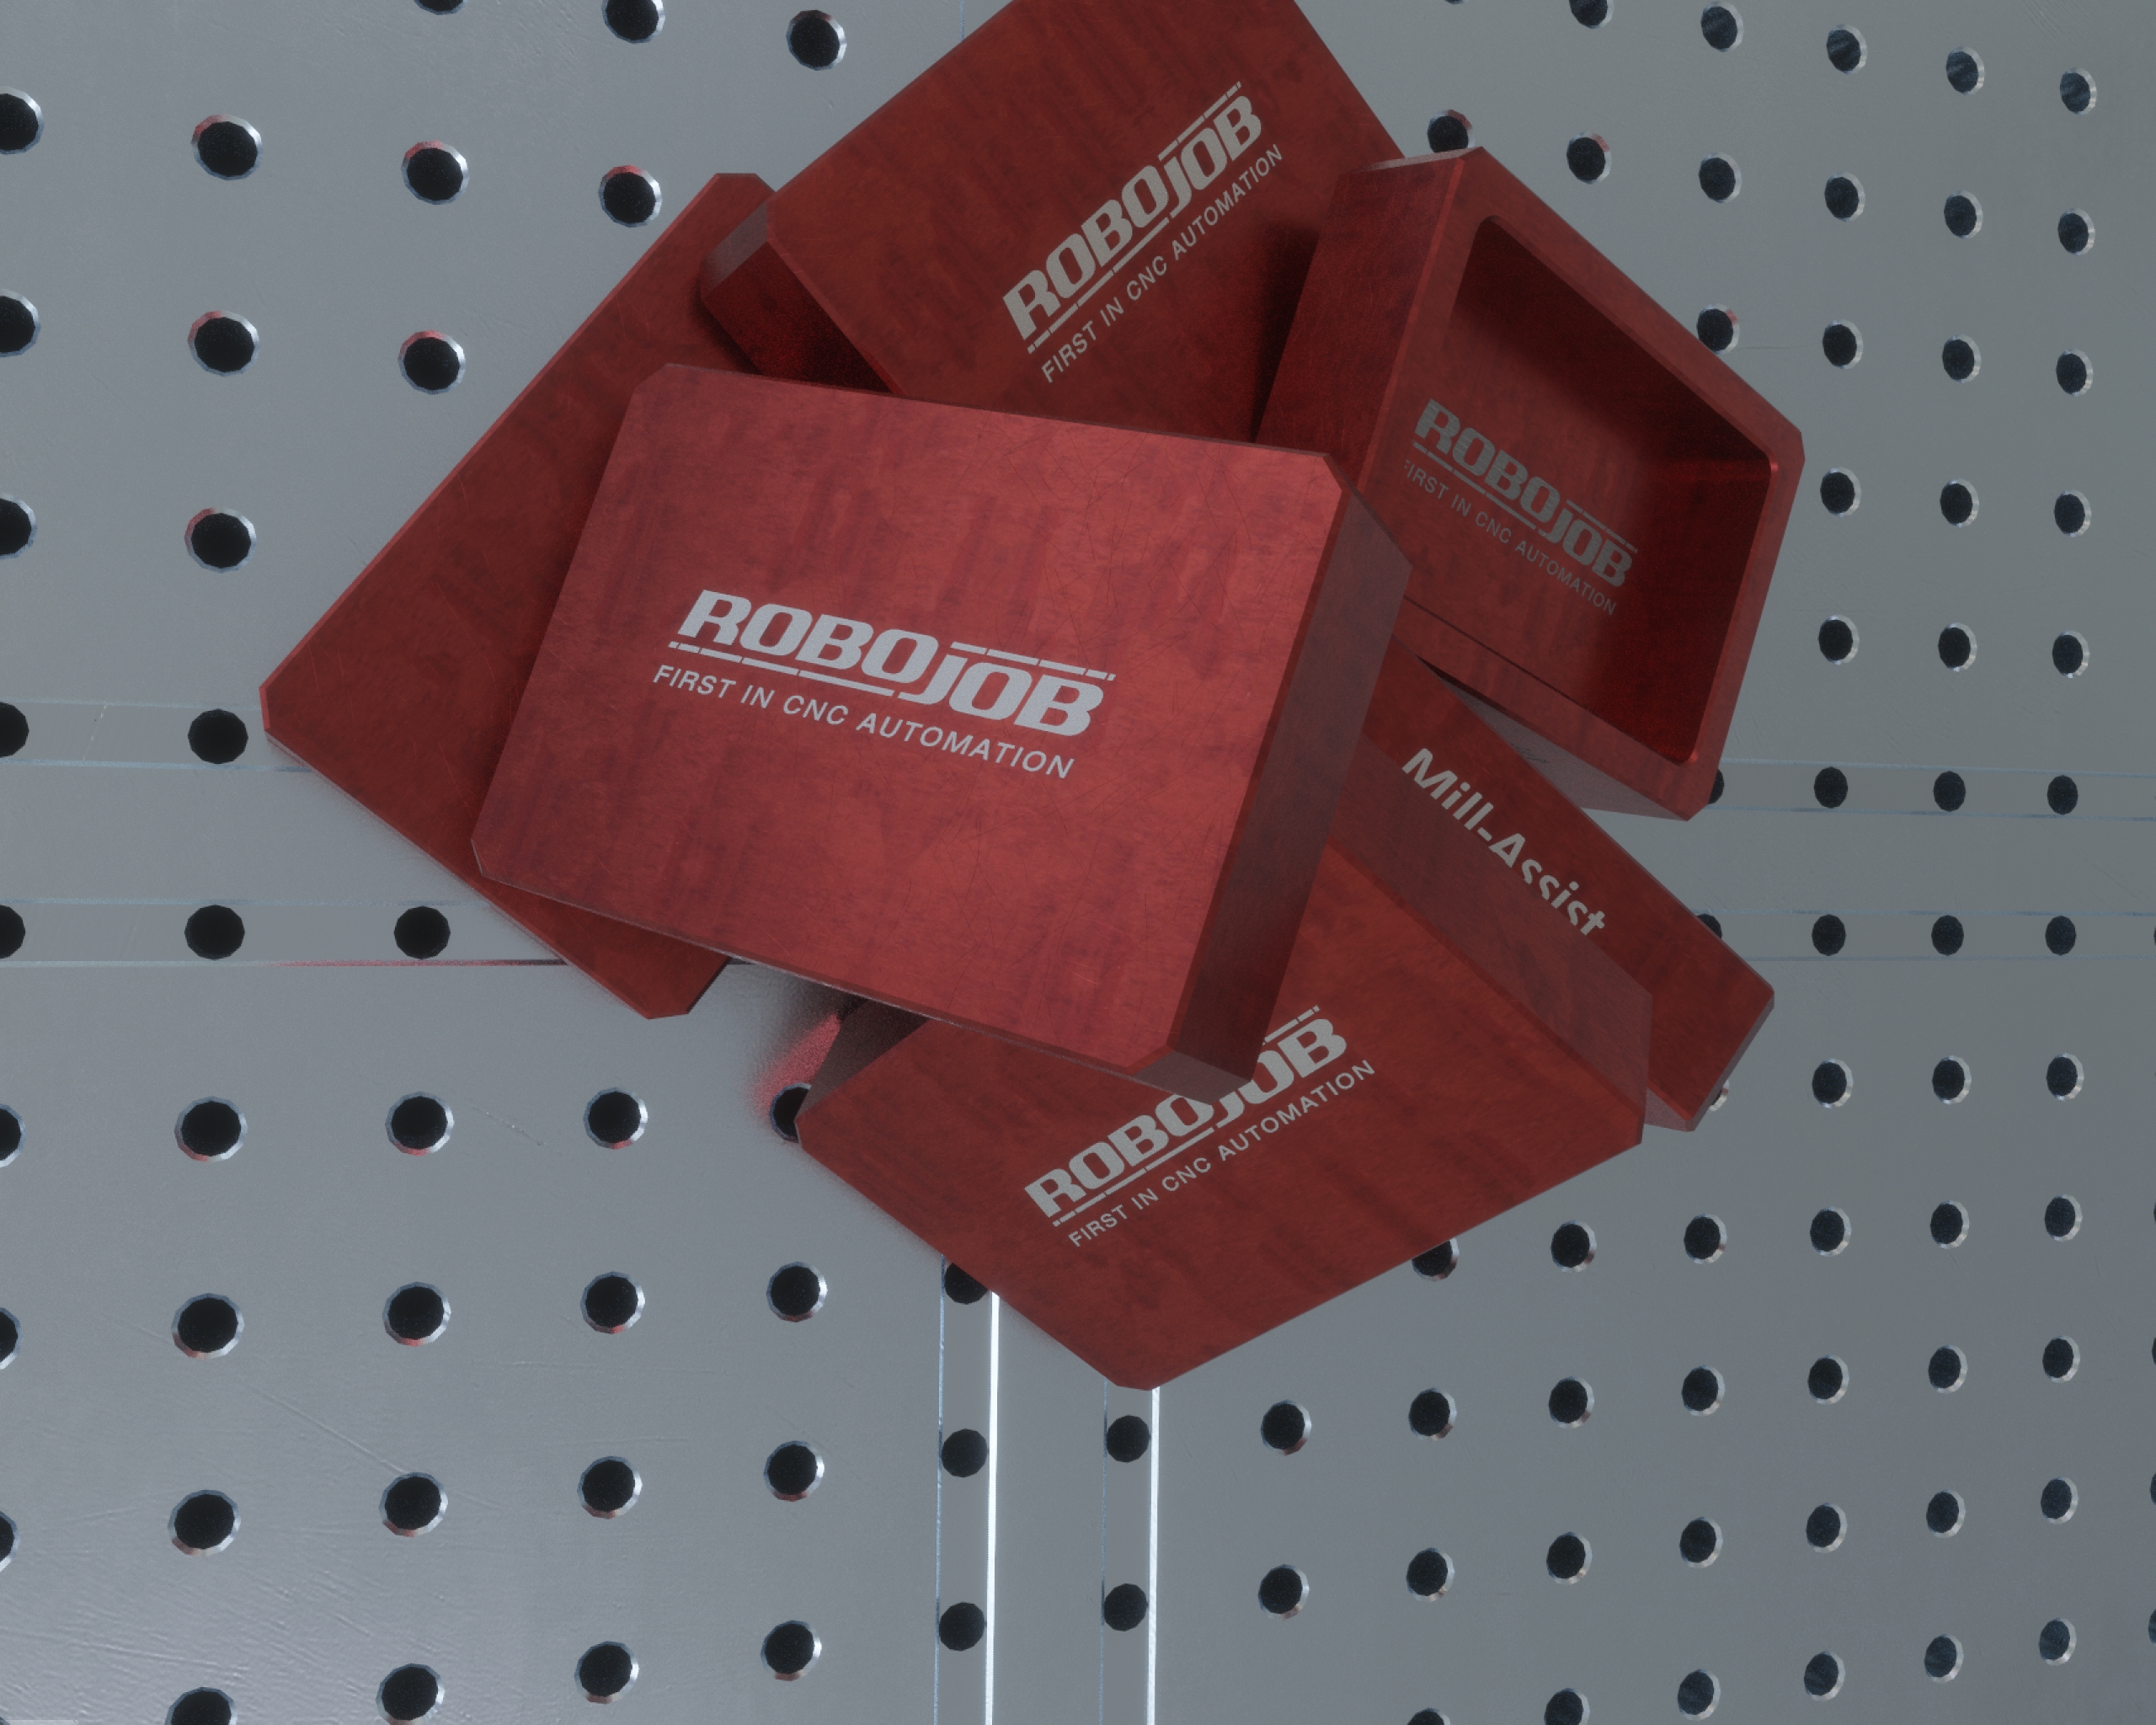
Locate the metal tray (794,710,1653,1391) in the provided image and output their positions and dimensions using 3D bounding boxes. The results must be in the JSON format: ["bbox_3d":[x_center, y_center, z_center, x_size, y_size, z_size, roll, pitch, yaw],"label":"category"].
[{"bbox_3d":[0.023,0.038,0.370,0.090,0.129,0.030,40,39,-16],"label":"metal tray"}]

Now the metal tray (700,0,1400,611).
[{"bbox_3d":[0.005,-0.114,0.391,0.090,0.030,0.130,49,61,-17],"label":"metal tray"}]

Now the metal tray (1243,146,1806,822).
[{"bbox_3d":[0.091,-0.070,0.417,0.131,0.030,0.090,22,82,-41],"label":"metal tray"}]

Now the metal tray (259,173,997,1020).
[{"bbox_3d":[-0.072,-0.048,0.383,0.090,0.030,0.130,41,77,-17],"label":"metal tray"}]

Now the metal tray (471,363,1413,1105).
[{"bbox_3d":[-0.024,-0.024,0.323,0.030,0.130,0.090,30,76,-61],"label":"metal tray"}]

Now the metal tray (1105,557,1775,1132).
[{"bbox_3d":[0.057,-0.003,0.398,0.130,0.090,0.030,40,77,-16],"label":"metal tray"}]
